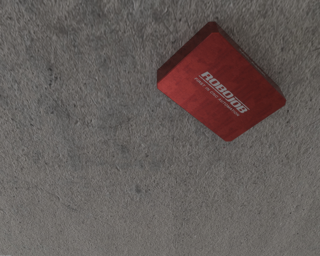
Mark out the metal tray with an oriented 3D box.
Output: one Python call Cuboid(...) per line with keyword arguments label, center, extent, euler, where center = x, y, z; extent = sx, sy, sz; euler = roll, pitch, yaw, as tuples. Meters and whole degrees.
Cuboid(label="metal tray", center=(0.072, -0.047, 0.364), extent=(0.130, 0.030, 0.090), euler=(35, 122, -26))
